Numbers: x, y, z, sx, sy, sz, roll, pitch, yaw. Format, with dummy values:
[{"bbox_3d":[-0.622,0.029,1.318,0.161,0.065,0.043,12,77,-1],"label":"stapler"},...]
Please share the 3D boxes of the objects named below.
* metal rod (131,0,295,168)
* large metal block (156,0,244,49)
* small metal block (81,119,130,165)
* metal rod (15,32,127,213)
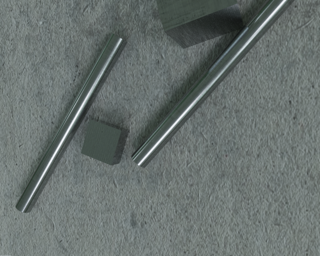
[{"bbox_3d":[0.067,-0.065,0.384,0.025,0.025,0.299,44,103,14],"label":"metal rod"},{"bbox_3d":[0.049,-0.139,0.362,0.080,0.080,0.050,-16,85,19],"label":"large metal block"},{"bbox_3d":[-0.077,0.019,0.435,0.050,0.025,0.050,19,96,18],"label":"small metal block"},{"bbox_3d":[-0.134,-0.001,0.454,0.025,0.025,0.299,35,101,16],"label":"metal rod"}]
